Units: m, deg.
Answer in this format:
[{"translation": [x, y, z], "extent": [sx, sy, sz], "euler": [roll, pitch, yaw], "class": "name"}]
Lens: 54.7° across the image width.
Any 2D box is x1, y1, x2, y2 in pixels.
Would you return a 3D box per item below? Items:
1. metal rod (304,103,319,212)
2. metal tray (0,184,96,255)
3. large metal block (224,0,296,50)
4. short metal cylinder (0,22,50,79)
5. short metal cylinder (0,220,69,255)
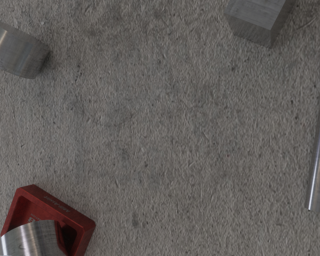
[{"translation": [0.194, -0.057, 0.340], "extent": [0.025, 0.025, 0.298], "euler": [8, 93, 20], "class": "metal rod"}, {"translation": [-0.170, 0.154, 0.466], "extent": [0.130, 0.030, 0.090], "euler": [25, 98, 18], "class": "metal tray"}, {"translation": [0.117, -0.142, 0.338], "extent": [0.050, 0.080, 0.080], "euler": [28, 99, 18], "class": "large metal block"}, {"translation": [-0.211, -0.114, 0.454], "extent": [0.080, 0.080, 0.050], "euler": [34, 101, 17], "class": "short metal cylinder"}, {"translation": [-0.170, 0.167, 0.419], "extent": [0.080, 0.080, 0.050], "euler": [-37, 59, 16], "class": "short metal cylinder"}]
